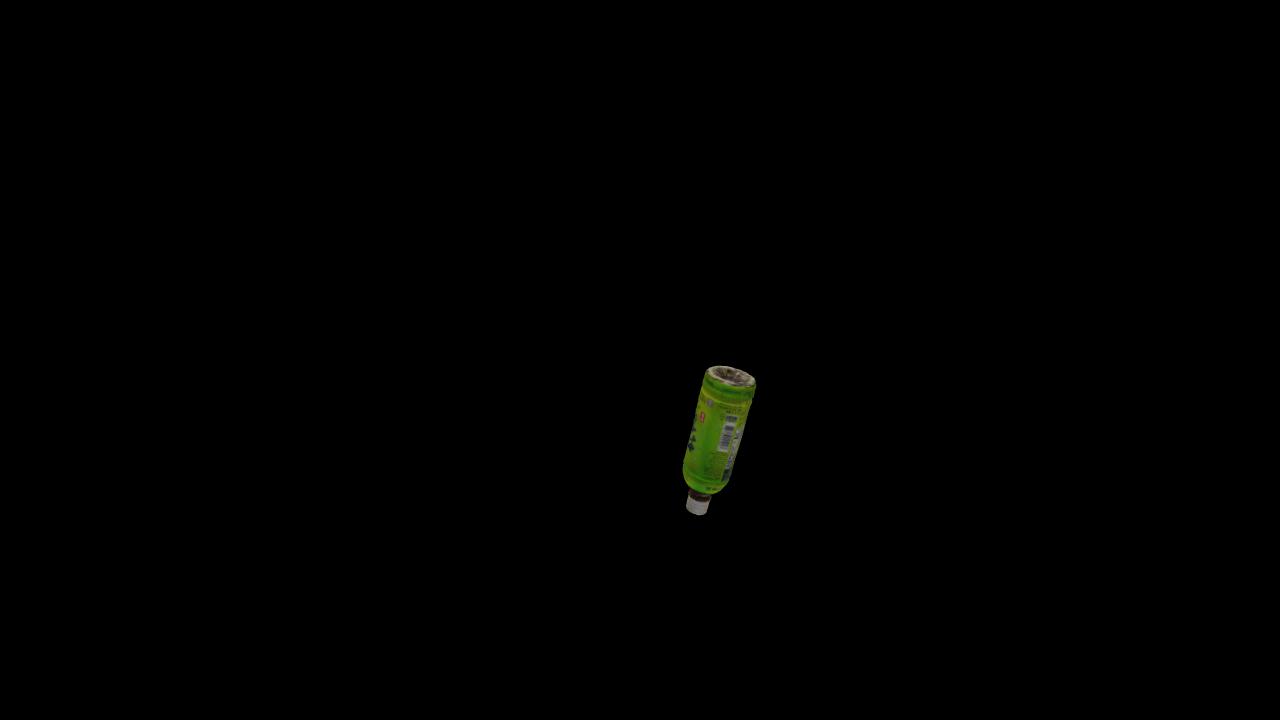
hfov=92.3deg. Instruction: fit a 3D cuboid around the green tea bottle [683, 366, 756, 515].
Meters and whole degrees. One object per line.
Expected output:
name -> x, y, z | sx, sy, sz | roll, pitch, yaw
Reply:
green tea bottle -> 0.100, 0.116, 0.838 | 0.073, 0.212, 0.073 | 11, 18, -4
